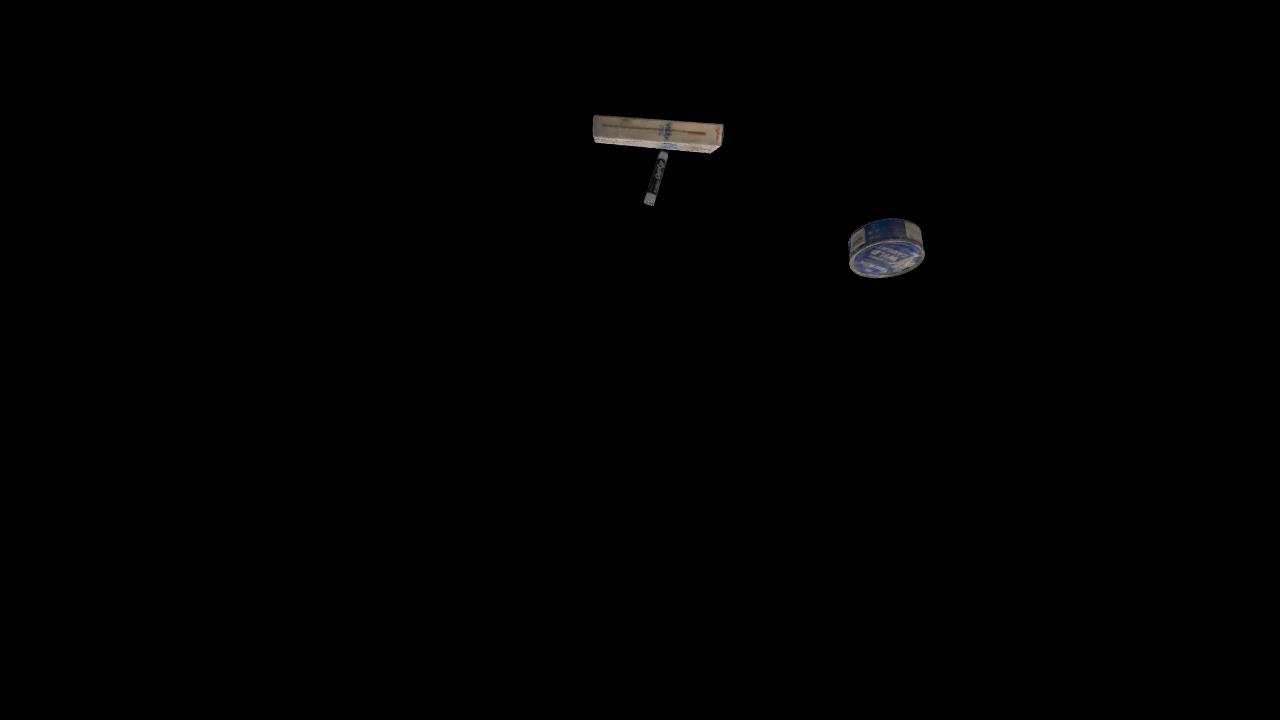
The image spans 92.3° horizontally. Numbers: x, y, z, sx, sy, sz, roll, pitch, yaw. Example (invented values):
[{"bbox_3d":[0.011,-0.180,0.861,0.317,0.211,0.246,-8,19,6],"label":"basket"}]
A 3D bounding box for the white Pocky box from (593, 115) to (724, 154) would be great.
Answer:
[{"bbox_3d":[0.020,-0.277,0.755,0.154,0.028,0.084,4,13,-3],"label":"white Pocky box"}]

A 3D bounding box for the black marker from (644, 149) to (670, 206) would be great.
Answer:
[{"bbox_3d":[0.032,-0.326,1.059,0.020,0.121,0.020,17,-5,1],"label":"black marker"}]

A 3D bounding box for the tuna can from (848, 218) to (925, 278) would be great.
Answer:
[{"bbox_3d":[0.293,-0.133,0.735,0.084,0.034,0.084,3,-22,1],"label":"tuna can"}]
